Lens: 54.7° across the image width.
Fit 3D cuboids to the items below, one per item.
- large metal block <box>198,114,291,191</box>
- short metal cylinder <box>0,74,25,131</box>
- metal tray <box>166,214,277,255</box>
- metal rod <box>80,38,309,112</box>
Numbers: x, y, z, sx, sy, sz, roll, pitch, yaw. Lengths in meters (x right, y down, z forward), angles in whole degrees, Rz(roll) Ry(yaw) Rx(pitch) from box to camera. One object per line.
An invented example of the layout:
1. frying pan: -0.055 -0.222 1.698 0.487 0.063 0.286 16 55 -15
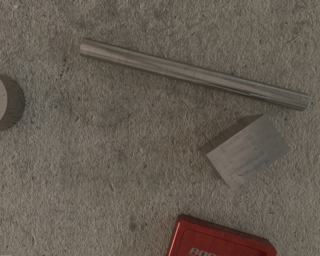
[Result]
1. large metal block: 0.099 0.027 0.383 0.080 0.080 0.050 -35 90 0
2. short metal cylinder: -0.223 -0.034 0.396 0.081 0.050 0.080 0 90 0
3. metal tray: 0.075 0.177 0.408 0.131 0.030 0.090 17 90 0
4. metal rod: 0.045 -0.070 0.410 0.302 0.025 0.025 14 90 0
